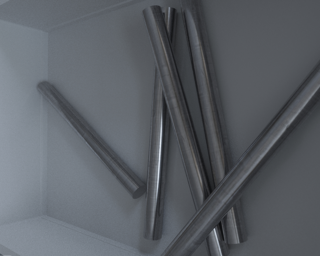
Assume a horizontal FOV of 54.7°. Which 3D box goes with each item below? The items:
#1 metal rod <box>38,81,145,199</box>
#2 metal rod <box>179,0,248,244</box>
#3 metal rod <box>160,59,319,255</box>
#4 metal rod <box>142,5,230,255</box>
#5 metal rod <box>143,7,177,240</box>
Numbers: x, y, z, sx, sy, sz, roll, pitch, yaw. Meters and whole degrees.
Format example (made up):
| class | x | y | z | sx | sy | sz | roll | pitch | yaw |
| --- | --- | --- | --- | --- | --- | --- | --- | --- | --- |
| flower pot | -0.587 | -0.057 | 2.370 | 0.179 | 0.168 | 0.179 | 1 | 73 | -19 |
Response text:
| class | x | y | z | sx | sy | sz | roll | pitch | yaw |
| --- | --- | --- | --- | --- | --- | --- | --- | --- | --- |
| metal rod | -0.124 | 0.006 | 0.509 | 0.300 | 0.025 | 0.025 | 41 | 115 | 32 |
| metal rod | 0.059 | -0.023 | 0.358 | 0.025 | 0.025 | 0.298 | -16 | 80 | 39 |
| metal rod | 0.079 | 0.052 | 0.313 | 0.025 | 0.025 | 0.299 | 44 | 108 | 31 |
| metal rod | 0.028 | 0.000 | 0.365 | 0.025 | 0.025 | 0.299 | -19 | 83 | 38 |
| metal rod | 0.000 | -0.003 | 0.407 | 0.025 | 0.025 | 0.298 | 6 | 94 | 40 |
